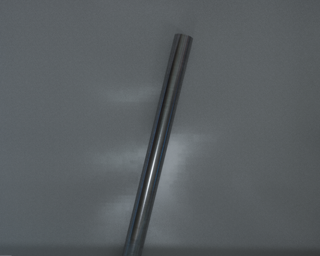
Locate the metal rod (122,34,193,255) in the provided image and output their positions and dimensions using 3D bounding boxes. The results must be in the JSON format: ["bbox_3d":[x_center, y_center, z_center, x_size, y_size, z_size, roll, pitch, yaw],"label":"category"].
[{"bbox_3d":[-0.003,0.025,0.411,0.025,0.025,0.299,13,90,0],"label":"metal rod"}]
